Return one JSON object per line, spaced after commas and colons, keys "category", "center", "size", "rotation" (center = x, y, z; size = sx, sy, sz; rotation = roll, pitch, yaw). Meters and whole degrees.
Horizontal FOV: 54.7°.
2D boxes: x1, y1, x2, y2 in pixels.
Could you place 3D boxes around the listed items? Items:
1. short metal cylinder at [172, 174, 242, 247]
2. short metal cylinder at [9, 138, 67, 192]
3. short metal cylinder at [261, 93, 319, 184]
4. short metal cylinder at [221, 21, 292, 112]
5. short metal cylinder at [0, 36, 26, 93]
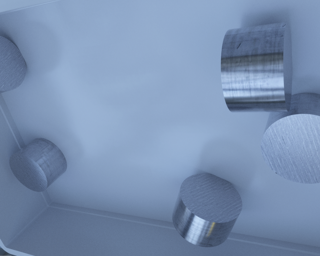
{"category": "short metal cylinder", "center": [0.060, 0.106, 0.406], "size": [0.080, 0.080, 0.050], "rotation": [23, 127, 14]}
{"category": "short metal cylinder", "center": [-0.212, 0.064, 0.541], "size": [0.080, 0.050, 0.079], "rotation": [13, 124, 20]}
{"category": "short metal cylinder", "center": [0.150, 0.010, 0.320], "size": [0.080, 0.050, 0.079], "rotation": [13, 124, 20]}
{"category": "short metal cylinder", "center": [0.093, -0.055, 0.290], "size": [0.050, 0.080, 0.080], "rotation": [1, 119, 28]}
{"category": "short metal cylinder", "center": [-0.244, -0.088, 0.445], "size": [0.050, 0.080, 0.080], "rotation": [-8, 115, 31]}
